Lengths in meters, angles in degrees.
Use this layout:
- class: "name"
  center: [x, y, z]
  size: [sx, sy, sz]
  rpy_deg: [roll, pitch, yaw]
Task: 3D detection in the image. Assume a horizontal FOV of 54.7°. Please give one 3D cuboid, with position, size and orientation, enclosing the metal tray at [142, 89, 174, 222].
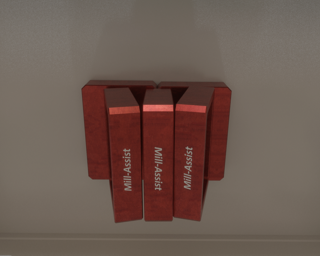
- class: "metal tray"
  center: [-0.002, 0.027, 0.351]
  size: [0.030, 0.090, 0.129]
  rpy_deg: [0, 108, 0]

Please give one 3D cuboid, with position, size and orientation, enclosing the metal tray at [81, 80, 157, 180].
- class: "metal tray"
  center: [-0.050, 0.004, 0.407]
  size: [0.091, 0.030, 0.129]
  rpy_deg: [0, 110, -1]

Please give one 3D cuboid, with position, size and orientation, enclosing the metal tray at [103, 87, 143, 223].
- class: "metal tray"
  center: [-0.042, 0.027, 0.349]
  size: [0.030, 0.090, 0.129]
  rpy_deg: [-4, 111, -12]

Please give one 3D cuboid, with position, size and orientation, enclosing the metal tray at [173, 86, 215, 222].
- class: "metal tray"
  center: [0.039, 0.025, 0.350]
  size: [0.030, 0.090, 0.129]
  rpy_deg: [5, 111, 13]

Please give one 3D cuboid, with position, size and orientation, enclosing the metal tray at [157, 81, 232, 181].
- class: "metal tray"
  center: [0.041, 0.006, 0.409]
  size: [0.091, 0.030, 0.129]
  rpy_deg: [0, 110, -1]
